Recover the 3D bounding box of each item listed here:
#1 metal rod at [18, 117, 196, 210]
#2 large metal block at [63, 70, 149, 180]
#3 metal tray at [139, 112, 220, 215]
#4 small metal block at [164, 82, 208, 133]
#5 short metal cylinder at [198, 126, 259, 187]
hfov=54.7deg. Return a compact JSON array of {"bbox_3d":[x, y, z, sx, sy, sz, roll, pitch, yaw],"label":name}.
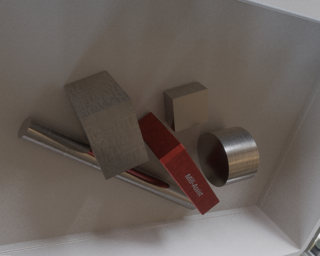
[{"bbox_3d":[-0.044,0.062,0.422,0.301,0.025,0.025,32,100,-39],"label":"metal rod"},{"bbox_3d":[-0.059,-0.005,0.337,0.050,0.080,0.080,-24,128,-14],"label":"large metal block"},{"bbox_3d":[0.022,0.048,0.407,0.030,0.090,0.130,-38,130,-4],"label":"metal tray"},{"bbox_3d":[0.035,-0.028,0.409,0.050,0.025,0.050,-19,126,-18],"label":"small metal block"},{"bbox_3d":[0.097,0.041,0.452,0.050,0.080,0.079,-11,123,-22],"label":"short metal cylinder"}]
